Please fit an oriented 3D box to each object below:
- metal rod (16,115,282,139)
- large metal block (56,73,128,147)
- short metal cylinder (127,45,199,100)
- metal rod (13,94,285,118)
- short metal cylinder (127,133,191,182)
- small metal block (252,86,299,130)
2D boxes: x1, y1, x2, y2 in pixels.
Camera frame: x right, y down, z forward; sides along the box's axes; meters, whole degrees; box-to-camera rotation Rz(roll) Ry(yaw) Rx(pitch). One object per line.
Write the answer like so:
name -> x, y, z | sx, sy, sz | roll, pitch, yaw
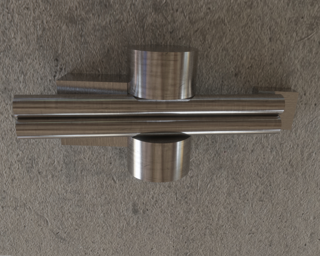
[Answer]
metal rod -> -0.005, -0.003, 0.362 | 0.302, 0.025, 0.025 | -1, 110, -8
large metal block -> -0.079, -0.024, 0.388 | 0.081, 0.050, 0.079 | 2, 110, -1
short metal cylinder -> 0.003, -0.067, 0.357 | 0.081, 0.080, 0.050 | 1, 110, -1
metal rod -> -0.004, -0.026, 0.354 | 0.302, 0.025, 0.025 | -1, 110, -8
short metal cylinder -> -0.001, 0.027, 0.391 | 0.081, 0.080, 0.050 | 1, 110, -1
small metal block -> 0.146, -0.026, 0.403 | 0.050, 0.025, 0.050 | 3, 110, -1
